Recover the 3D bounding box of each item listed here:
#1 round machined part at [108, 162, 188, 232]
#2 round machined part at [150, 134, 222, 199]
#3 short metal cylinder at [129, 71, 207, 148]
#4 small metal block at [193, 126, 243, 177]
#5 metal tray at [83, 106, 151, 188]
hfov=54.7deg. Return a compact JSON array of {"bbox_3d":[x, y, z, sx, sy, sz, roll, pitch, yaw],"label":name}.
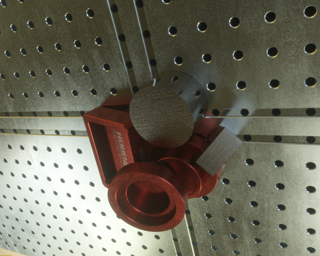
[{"bbox_3d":[-0.013,0.082,0.395,0.098,0.042,0.097,7,121,12],"label":"round machined part"},{"bbox_3d":[0.029,0.057,0.417,0.098,0.042,0.097,13,124,20],"label":"round machined part"},{"bbox_3d":[0.011,-0.023,0.374,0.080,0.050,0.079,13,124,20],"label":"short metal cylinder"},{"bbox_3d":[0.066,0.025,0.362,0.025,0.050,0.050,40,94,1],"label":"small metal block"},{"bbox_3d":[-0.057,0.039,0.445,0.090,0.030,0.129,14,125,38],"label":"metal tray"}]
